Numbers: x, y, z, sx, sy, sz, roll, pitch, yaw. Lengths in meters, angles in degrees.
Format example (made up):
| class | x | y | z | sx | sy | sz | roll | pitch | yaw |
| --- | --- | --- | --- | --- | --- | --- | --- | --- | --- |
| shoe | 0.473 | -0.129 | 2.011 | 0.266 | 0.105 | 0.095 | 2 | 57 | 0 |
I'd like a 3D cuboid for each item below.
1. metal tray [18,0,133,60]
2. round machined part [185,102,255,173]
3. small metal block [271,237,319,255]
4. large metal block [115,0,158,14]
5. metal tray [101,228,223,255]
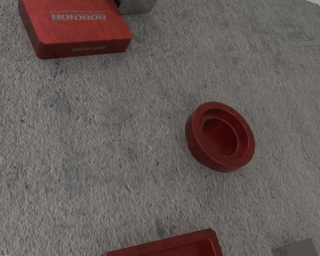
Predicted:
| class | x | y | z | sx | sy | sz | roll | pitch | yaw |
| --- | --- | --- | --- | --- | --- | --- | --- | --- | --- |
| metal tray | -0.114 | -0.144 | 0.427 | 0.131 | 0.030 | 0.090 | -15 | 70 | -34 |
| round machined part | 0.077 | 0.016 | 0.425 | 0.099 | 0.042 | 0.098 | 14 | 56 | -21 |
| small metal block | 0.177 | 0.173 | 0.394 | 0.050 | 0.025 | 0.050 | -3 | 63 | -30 |
| large metal block | -0.053 | -0.231 | 0.494 | 0.081 | 0.050 | 0.080 | -25 | 75 | -45 |
| metal tray | 0.009 | 0.159 | 0.307 | 0.131 | 0.030 | 0.090 | -2 | 63 | -29 |
